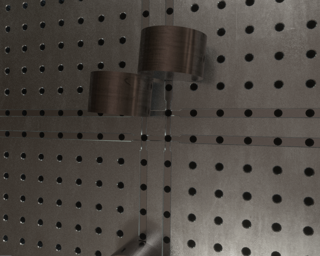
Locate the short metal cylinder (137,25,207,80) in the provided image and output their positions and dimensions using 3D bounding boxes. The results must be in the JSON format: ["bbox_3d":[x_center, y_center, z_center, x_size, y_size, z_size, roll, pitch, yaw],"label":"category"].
[{"bbox_3d":[0.015,-0.088,0.378,0.080,0.080,0.050,6,92,19],"label":"short metal cylinder"}]

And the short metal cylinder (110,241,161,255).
[{"bbox_3d":[-0.037,0.199,0.411,0.080,0.050,0.079,0,90,19],"label":"short metal cylinder"}]

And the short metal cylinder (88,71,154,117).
[{"bbox_3d":[-0.051,-0.042,0.400,0.080,0.080,0.050,6,92,19],"label":"short metal cylinder"}]
